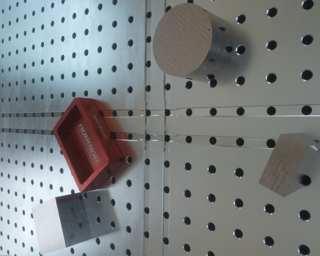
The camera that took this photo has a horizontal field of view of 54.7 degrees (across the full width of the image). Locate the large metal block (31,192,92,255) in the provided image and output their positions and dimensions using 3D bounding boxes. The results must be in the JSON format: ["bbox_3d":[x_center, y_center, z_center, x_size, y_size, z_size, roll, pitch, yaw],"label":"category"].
[{"bbox_3d":[-0.169,0.163,0.529,0.080,0.050,0.080,-28,73,36],"label":"large metal block"}]

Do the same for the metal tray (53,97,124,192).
[{"bbox_3d":[-0.120,0.026,0.501,0.090,0.030,0.130,-46,63,30],"label":"metal tray"}]

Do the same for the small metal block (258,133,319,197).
[{"bbox_3d":[0.123,0.033,0.291,0.025,0.050,0.050,30,108,36],"label":"small metal block"}]

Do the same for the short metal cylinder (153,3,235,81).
[{"bbox_3d":[0.038,-0.097,0.360,0.080,0.050,0.079,0,90,39],"label":"short metal cylinder"}]
